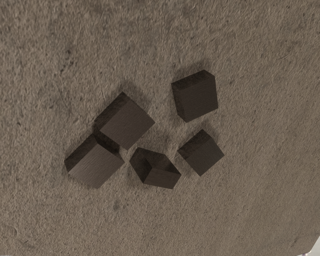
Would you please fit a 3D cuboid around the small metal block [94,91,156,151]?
[{"bbox_3d":[-0.043,-0.008,0.380,0.050,0.025,0.050,-45,130,3],"label":"small metal block"}]

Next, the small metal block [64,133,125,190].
[{"bbox_3d":[-0.082,0.043,0.390,0.050,0.025,0.050,-45,130,3],"label":"small metal block"}]

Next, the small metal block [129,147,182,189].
[{"bbox_3d":[-0.007,0.055,0.422,0.050,0.050,0.025,19,108,-36],"label":"small metal block"}]

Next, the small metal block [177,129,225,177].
[{"bbox_3d":[0.062,0.038,0.466,0.050,0.025,0.050,-41,130,0],"label":"small metal block"}]

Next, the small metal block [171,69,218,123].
[{"bbox_3d":[0.047,-0.042,0.408,0.050,0.025,0.050,-25,128,-14],"label":"small metal block"}]
